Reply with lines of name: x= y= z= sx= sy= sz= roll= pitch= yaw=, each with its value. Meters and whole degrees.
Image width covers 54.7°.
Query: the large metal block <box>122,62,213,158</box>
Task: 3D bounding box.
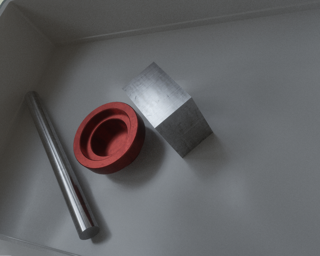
large metal block: x=0.010 y=-0.021 z=0.377 sx=0.050 sy=0.080 sz=0.080 roll=-41 pitch=51 yaw=1

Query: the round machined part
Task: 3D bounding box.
round machined part: x=-0.063 y=0.017 z=0.416 sx=0.098 sy=0.042 sz=0.098 roll=-13 pitch=56 yaw=20

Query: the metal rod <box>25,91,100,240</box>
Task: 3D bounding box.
metal rod: x=-0.158 y=0.035 z=0.464 sx=0.025 sy=0.025 sz=0.300 roll=-40 pitch=51 yaw=1
